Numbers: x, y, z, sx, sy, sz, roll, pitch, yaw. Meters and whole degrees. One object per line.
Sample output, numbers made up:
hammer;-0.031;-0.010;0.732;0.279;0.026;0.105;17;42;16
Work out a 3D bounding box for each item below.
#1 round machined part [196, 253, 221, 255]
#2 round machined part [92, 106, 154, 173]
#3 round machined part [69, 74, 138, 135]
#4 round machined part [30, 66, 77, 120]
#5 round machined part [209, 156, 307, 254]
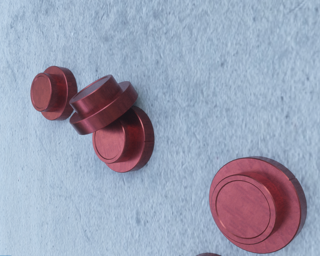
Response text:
round machined part;0.054;0.197;0.348;0.098;0.042;0.097;0;90;39
round machined part;-0.058;0.015;0.440;0.098;0.042;0.097;0;90;39
round machined part;-0.082;-0.037;0.420;0.098;0.098;0.042;-14;119;39
round machined part;-0.194;-0.062;0.550;0.098;0.042;0.097;0;90;39
round machined part;0.092;0.079;0.317;0.098;0.042;0.097;0;90;39
